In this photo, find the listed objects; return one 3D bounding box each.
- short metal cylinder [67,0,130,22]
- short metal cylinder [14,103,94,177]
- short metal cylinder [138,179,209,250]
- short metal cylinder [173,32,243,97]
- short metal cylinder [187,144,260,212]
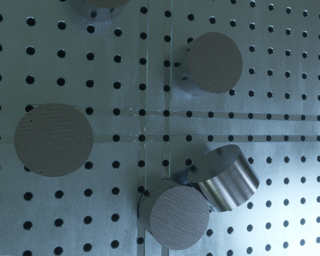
[{"bbox_3d":[-0.072,-0.175,0.373,0.081,0.050,0.079,0,90,-21],"label":"short metal cylinder"},{"bbox_3d":[-0.121,0.013,0.355,0.081,0.050,0.079,0,90,-21],"label":"short metal cylinder"},{"bbox_3d":[0.017,0.111,0.407,0.081,0.050,0.079,0,90,-20],"label":"short metal cylinder"},{"bbox_3d":[0.064,-0.085,0.424,0.081,0.050,0.079,0,90,-20],"label":"short metal cylinder"},{"bbox_3d":[0.085,0.066,0.416,0.080,0.080,0.050,-38,103,-16],"label":"short metal cylinder"}]
